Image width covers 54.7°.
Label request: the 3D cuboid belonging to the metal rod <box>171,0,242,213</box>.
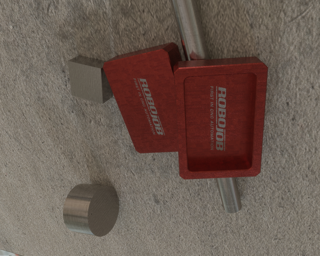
[{"bbox_3d":[0.057,-0.024,0.361,0.025,0.025,0.298,-4,117,29],"label":"metal rod"}]

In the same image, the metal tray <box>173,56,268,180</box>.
[{"bbox_3d":[0.063,-0.008,0.336,0.091,0.030,0.129,-3,115,3],"label":"metal tray"}]

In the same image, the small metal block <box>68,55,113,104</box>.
[{"bbox_3d":[-0.092,-0.065,0.413,0.050,0.025,0.050,16,125,18],"label":"small metal block"}]

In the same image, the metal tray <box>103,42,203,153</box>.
[{"bbox_3d":[-0.006,-0.032,0.386,0.090,0.030,0.129,-5,116,30],"label":"metal tray"}]

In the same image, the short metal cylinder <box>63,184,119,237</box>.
[{"bbox_3d":[-0.111,0.134,0.511,0.050,0.080,0.080,-1,118,28],"label":"short metal cylinder"}]
